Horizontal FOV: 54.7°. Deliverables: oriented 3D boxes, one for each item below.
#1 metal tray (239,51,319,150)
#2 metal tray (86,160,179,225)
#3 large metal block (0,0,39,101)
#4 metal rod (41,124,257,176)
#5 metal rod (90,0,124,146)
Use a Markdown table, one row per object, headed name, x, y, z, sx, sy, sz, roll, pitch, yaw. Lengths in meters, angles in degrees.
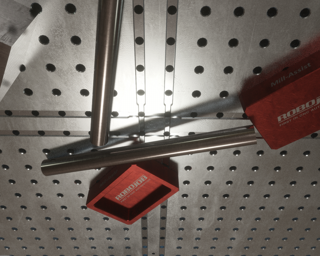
| name | x | y | z | sx | sy | sz | roll | pitch | yaw |
| --- | --- | --- | --- | --- | --- | --- | --- | --- | --- |
| metal tray | 0.178 | -0.034 | 0.382 | 0.130 | 0.030 | 0.090 | -30 | 125 | 22 |
| metal tray | -0.044 | 0.099 | 0.492 | 0.090 | 0.030 | 0.129 | 33 | 123 | -25 |
| large metal block | -0.168 | -0.077 | 0.307 | 0.050 | 0.080 | 0.080 | 23 | 126 | -19 |
| metal rod | -0.025 | 0.033 | 0.421 | 0.301 | 0.025 | 0.025 | -10 | 130 | 15 |
| metal rod | -0.055 | -0.095 | 0.329 | 0.025 | 0.025 | 0.298 | 8 | 130 | -7 |
